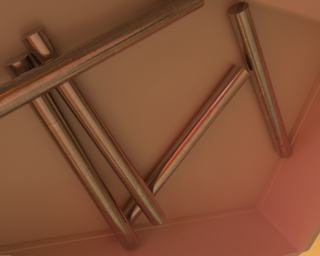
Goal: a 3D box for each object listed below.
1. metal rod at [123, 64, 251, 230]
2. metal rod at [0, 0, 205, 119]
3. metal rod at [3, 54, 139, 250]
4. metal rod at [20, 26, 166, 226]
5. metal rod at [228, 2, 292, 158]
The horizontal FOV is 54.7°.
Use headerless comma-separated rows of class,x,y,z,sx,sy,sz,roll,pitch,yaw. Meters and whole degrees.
metal rod,0.024,0.038,0.447,0.025,0.025,0.299,30,102,-38
metal rod,-0.077,-0.065,0.294,0.302,0.025,0.025,-34,130,-19
metal rod,-0.090,0.052,0.375,0.025,0.025,0.299,-29,123,-11
metal rod,-0.061,0.022,0.371,0.025,0.025,0.299,-33,124,-8
metal rod,0.160,-0.050,0.468,0.025,0.025,0.300,-38,130,-3
